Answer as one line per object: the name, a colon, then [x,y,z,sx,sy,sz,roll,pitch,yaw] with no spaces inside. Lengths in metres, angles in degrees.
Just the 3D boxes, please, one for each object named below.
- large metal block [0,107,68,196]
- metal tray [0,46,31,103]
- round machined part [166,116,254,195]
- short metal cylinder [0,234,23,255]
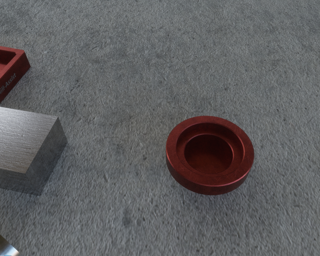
large metal block: [-0.168,0.026,0.364,0.080,0.050,0.080,9,51,8]
metal tray: [-0.267,-0.072,0.458,0.090,0.030,0.130,12,51,9]
round machined part: [0.056,0.035,0.363,0.099,0.042,0.098,0,50,0]
short metal cylinder: [-0.159,0.115,0.270,0.080,0.080,0.050,30,56,22]
